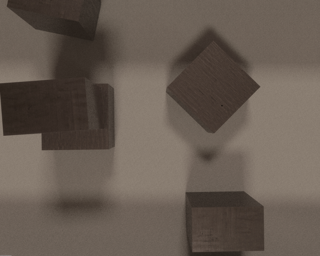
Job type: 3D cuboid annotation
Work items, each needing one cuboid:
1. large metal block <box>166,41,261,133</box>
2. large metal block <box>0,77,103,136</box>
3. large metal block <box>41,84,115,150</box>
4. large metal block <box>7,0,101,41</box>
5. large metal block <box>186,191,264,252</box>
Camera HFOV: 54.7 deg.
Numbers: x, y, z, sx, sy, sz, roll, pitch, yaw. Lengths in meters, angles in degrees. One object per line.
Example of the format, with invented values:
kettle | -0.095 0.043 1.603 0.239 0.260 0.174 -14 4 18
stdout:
large metal block | 0.065 -0.050 0.400 0.080 0.050 0.080 44 90 -1
large metal block | -0.110 -0.021 0.333 0.081 0.080 0.050 -4 90 -1
large metal block | -0.103 -0.014 0.398 0.081 0.050 0.079 -1 90 -1
large metal block | -0.125 -0.151 0.382 0.080 0.080 0.050 12 90 -1
large metal block | 0.076 0.113 0.385 0.081 0.080 0.050 -1 90 -1
